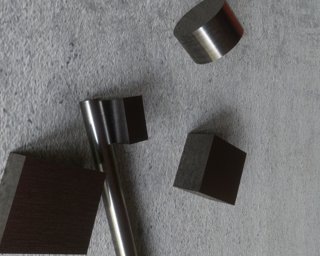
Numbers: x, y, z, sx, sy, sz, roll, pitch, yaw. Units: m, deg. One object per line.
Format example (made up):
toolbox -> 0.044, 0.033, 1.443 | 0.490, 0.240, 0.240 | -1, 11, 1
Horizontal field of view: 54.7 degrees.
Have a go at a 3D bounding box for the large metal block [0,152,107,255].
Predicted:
large metal block -> -0.108, 0.073, 0.298 | 0.080, 0.050, 0.080 | 20, 77, -38

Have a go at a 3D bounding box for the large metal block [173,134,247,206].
large metal block -> 0.074, 0.060, 0.451 | 0.080, 0.050, 0.080 | 28, 73, -37

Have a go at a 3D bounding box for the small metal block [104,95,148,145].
small metal block -> -0.042, -0.009, 0.353 | 0.025, 0.050, 0.050 | -14, 99, -39

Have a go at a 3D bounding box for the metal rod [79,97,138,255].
metal rod -> -0.047, 0.113, 0.364 | 0.025, 0.025, 0.298 | -19, 102, -38

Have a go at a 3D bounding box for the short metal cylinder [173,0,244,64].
short metal cylinder -> 0.066, -0.134, 0.423 | 0.050, 0.080, 0.080 | 46, 63, -31
